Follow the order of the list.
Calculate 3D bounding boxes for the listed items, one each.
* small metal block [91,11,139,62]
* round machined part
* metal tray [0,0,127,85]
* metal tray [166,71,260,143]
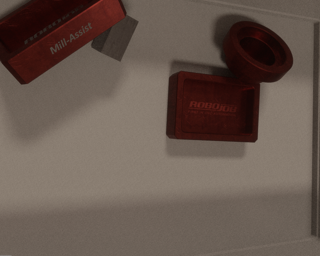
[{"bbox_3d":[-0.055,-0.111,0.369,0.025,0.050,0.050,21,100,-30],"label":"small metal block"},{"bbox_3d":[0.132,-0.101,0.437,0.099,0.042,0.098,11,54,-15],"label":"round machined part"},{"bbox_3d":[-0.113,-0.111,0.329,0.130,0.090,0.030,-39,141,-11],"label":"metal tray"},{"bbox_3d":[0.077,-0.027,0.437,0.131,0.030,0.089,3,89,-21],"label":"metal tray"}]
